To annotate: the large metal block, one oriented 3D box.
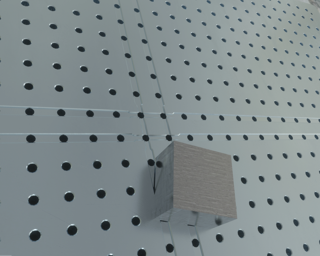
[{"bbox_3d":[0.041,0.070,0.373,0.081,0.050,0.080,15,55,-20],"label":"large metal block"}]
